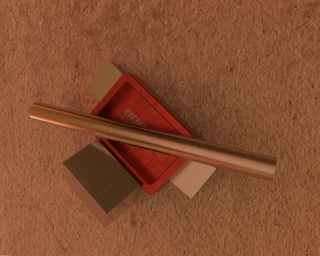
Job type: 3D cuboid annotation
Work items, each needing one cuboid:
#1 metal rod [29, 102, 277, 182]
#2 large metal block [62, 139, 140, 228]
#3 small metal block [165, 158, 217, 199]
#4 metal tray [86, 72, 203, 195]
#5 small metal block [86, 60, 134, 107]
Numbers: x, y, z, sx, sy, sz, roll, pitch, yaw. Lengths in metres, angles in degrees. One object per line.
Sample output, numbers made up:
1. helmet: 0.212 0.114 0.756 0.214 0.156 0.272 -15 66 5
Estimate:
1. metal rod: -0.024 0.010 0.359 0.301 0.025 0.025 13 94 19
2. large metal block: -0.076 0.073 0.397 0.050 0.080 0.080 -38 74 -27
3. small metal block: 0.039 0.053 0.396 0.050 0.025 0.050 40 102 15
4. metal tray: -0.021 0.006 0.387 0.130 0.030 0.090 45 104 14
5. small metal block: -0.065 -0.057 0.432 0.050 0.025 0.050 46 104 14
